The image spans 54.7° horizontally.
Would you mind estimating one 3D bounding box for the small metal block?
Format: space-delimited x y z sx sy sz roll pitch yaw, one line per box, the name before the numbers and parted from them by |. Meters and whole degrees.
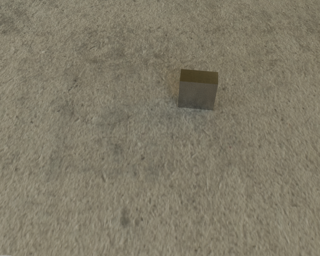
small metal block | 0.052 -0.053 0.432 0.050 0.050 0.025 5 50 4
